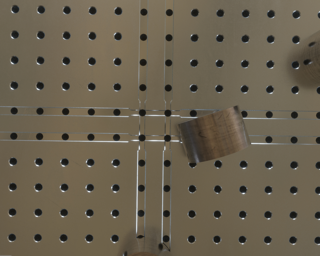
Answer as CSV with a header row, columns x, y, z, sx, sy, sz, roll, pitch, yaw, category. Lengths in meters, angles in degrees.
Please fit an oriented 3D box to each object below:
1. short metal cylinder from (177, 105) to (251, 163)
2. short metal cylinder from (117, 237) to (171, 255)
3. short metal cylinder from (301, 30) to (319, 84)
x,y,z,sx,sy,sz,roll,pitch,yaw,category
0.067,0.007,0.387,0.080,0.080,0.050,-18,90,0,short metal cylinder
-0.021,0.190,0.401,0.081,0.050,0.079,0,90,-1,short metal cylinder
0.236,-0.098,0.404,0.081,0.050,0.079,0,90,-1,short metal cylinder
